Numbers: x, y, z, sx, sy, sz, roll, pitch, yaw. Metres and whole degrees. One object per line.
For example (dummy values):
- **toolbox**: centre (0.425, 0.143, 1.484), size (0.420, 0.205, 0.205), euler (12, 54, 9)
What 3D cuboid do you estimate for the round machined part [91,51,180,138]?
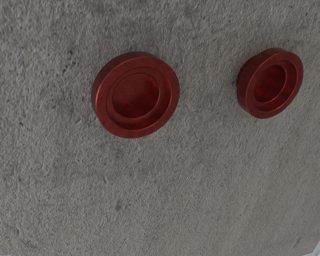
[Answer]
- **round machined part**: centre (-0.030, -0.040, 0.354), size (0.099, 0.042, 0.097), euler (-14, 124, -21)

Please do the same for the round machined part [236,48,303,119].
- **round machined part**: centre (0.148, -0.065, 0.436), size (0.099, 0.042, 0.097), euler (-14, 124, -21)
